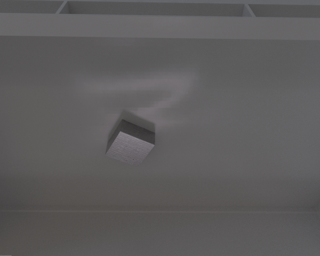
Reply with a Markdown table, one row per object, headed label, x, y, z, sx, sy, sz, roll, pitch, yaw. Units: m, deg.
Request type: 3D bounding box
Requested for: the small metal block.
| label | x | y | z | sx | sy | sz | roll | pitch | yaw |
| --- | --- | --- | --- | --- | --- | --- | --- | --- | --- |
| small metal block | -0.041 | 0.022 | 0.427 | 0.050 | 0.025 | 0.050 | 23 | 126 | -19 |
